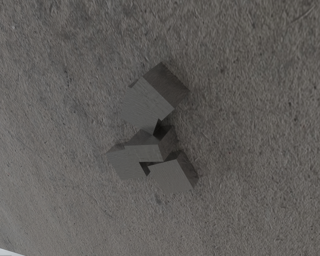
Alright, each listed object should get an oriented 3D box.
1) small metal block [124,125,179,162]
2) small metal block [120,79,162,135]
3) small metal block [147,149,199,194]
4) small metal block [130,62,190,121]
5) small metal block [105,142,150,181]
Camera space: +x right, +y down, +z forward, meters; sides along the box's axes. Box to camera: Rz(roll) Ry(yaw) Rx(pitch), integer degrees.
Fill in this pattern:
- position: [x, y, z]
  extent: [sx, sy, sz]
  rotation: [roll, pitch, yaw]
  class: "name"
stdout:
- position: [-0.010, 0.020, 0.409]
  extent: [0.050, 0.050, 0.025]
  rotation: [-4, 116, 30]
  class: "small metal block"
- position: [-0.019, -0.027, 0.401]
  extent: [0.050, 0.025, 0.050]
  rotation: [28, 128, 10]
  class: "small metal block"
- position: [0.019, 0.062, 0.435]
  extent: [0.050, 0.025, 0.050]
  rotation: [-19, 109, 35]
  class: "small metal block"
- position: [0.002, -0.044, 0.363]
  extent: [0.050, 0.050, 0.025]
  rotation: [45, 129, -3]
  class: "small metal block"
- position: [-0.045, 0.048, 0.460]
  extent: [0.050, 0.025, 0.050]
  rotation: [-14, 111, 34]
  class: "small metal block"
